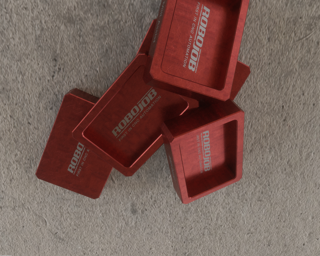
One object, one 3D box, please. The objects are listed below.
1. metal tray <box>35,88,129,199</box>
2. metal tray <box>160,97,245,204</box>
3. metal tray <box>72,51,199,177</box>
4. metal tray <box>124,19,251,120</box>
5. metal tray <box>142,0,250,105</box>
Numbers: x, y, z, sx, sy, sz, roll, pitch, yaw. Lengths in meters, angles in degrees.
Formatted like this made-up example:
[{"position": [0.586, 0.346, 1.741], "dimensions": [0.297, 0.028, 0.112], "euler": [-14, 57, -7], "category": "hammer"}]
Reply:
[{"position": [-0.100, 0.023, 0.415], "dimensions": [0.090, 0.030, 0.129], "euler": [23, 108, -9], "category": "metal tray"}, {"position": [0.056, 0.033, 0.385], "dimensions": [0.091, 0.030, 0.129], "euler": [-22, 134, -10], "category": "metal tray"}, {"position": [-0.029, -0.015, 0.371], "dimensions": [0.090, 0.030, 0.130], "euler": [40, 105, -14], "category": "metal tray"}, {"position": [0.032, -0.066, 0.384], "dimensions": [0.131, 0.030, 0.089], "euler": [25, 108, -10], "category": "metal tray"}, {"position": [0.041, -0.100, 0.336], "dimensions": [0.091, 0.030, 0.129], "euler": [15, 82, -17], "category": "metal tray"}]
